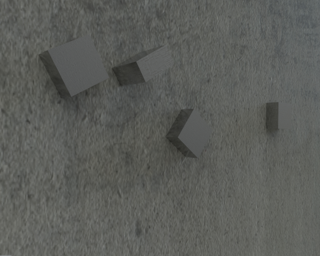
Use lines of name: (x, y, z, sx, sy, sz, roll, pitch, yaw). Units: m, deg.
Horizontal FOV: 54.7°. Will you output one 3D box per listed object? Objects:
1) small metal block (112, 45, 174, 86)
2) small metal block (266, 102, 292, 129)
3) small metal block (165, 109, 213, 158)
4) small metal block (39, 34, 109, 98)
small metal block: (-0.021, -0.075, 0.373, 0.050, 0.050, 0.025, -38, 114, -34)
small metal block: (0.232, -0.023, 0.603, 0.050, 0.025, 0.050, 2, 89, -40)
small metal block: (0.043, 0.008, 0.443, 0.050, 0.025, 0.050, 46, 63, -31)
small metal block: (-0.090, -0.066, 0.330, 0.050, 0.025, 0.050, -36, 112, -34)
